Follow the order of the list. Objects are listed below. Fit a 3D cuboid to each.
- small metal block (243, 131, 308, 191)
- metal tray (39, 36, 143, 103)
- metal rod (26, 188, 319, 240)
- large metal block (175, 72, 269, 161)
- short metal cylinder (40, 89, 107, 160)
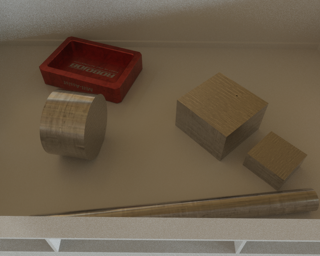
[{"bbox_3d":[0.138,0.039,0.374,0.050,0.025,0.050,-36,59,-26],"label":"small metal block"},{"bbox_3d":[-0.103,-0.093,0.478,0.131,0.030,0.090,16,52,12],"label":"metal tray"},{"bbox_3d":[0.018,0.090,0.329,0.302,0.025,0.025,-4,50,-4],"label":"metal rod"},{"bbox_3d":[0.078,-0.017,0.404,0.080,0.050,0.080,-35,58,-26],"label":"large metal block"},{"bbox_3d":[-0.100,-0.005,0.372,0.050,0.080,0.080,8,51,6],"label":"short metal cylinder"}]
